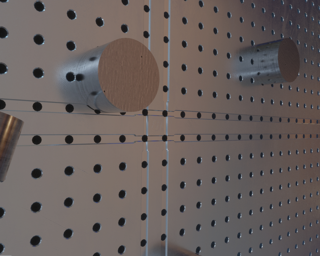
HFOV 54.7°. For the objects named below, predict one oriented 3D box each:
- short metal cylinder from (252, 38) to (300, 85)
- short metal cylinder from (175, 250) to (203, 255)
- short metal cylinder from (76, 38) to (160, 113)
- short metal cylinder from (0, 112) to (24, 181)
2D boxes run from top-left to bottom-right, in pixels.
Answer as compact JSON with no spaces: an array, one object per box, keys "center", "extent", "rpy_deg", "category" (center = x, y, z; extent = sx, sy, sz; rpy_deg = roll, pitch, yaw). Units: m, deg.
[{"center":[0.218,-0.123,0.579],"extent":[0.081,0.050,0.079],"rpy_deg":[0,91,-40],"category":"short metal cylinder"},{"center":[0.049,0.221,0.437],"extent":[0.081,0.050,0.079],"rpy_deg":[0,90,-40],"category":"short metal cylinder"},{"center":[-0.048,-0.057,0.354],"extent":[0.081,0.050,0.079],"rpy_deg":[0,91,-40],"category":"short metal cylinder"},{"center":[-0.157,0.008,0.243],"extent":[0.080,0.080,0.050],"rpy_deg":[22,76,-38],"category":"short metal cylinder"}]
